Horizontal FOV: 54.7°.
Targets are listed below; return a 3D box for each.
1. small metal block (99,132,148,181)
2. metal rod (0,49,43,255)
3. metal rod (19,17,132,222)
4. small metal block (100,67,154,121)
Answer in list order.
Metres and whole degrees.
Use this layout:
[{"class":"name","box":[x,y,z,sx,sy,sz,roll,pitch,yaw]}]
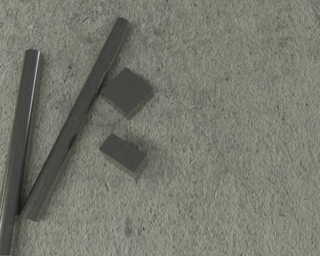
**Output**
[{"class":"small metal block","box":[-0.043,0.036,0.381,0.050,0.050,0.025,32,73,10]},{"class":"metal rod","box":[-0.180,0.034,0.393,0.025,0.025,0.299,0,70,-1]},{"class":"metal rod","box":[-0.105,-0.025,0.415,0.025,0.025,0.300,19,71,6]},{"class":"small metal block","box":[-0.044,-0.047,0.425,0.050,0.025,0.050,40,74,13]}]
